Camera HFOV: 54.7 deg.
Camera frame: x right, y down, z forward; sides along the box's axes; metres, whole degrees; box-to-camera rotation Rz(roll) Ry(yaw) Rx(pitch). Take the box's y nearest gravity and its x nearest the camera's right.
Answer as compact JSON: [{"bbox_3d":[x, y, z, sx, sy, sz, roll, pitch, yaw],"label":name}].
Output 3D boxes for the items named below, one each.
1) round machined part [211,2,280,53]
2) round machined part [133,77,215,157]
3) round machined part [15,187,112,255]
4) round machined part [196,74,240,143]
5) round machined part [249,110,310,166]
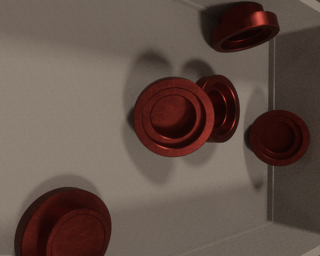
[{"bbox_3d":[0.125,-0.153,0.468,0.099,0.098,0.042,-6,82,-40],"label":"round machined part"},{"bbox_3d":[0.016,-0.016,0.390,0.099,0.042,0.097,-1,105,-3],"label":"round machined part"},{"bbox_3d":[-0.092,0.113,0.320,0.099,0.042,0.097,0,90,-40],"label":"round machined part"},{"bbox_3d":[0.073,-0.027,0.457,0.099,0.042,0.097,1,89,-44],"label":"round machined part"},{"bbox_3d":[0.208,0.016,0.550,0.042,0.098,0.097,-18,105,-77],"label":"round machined part"}]
